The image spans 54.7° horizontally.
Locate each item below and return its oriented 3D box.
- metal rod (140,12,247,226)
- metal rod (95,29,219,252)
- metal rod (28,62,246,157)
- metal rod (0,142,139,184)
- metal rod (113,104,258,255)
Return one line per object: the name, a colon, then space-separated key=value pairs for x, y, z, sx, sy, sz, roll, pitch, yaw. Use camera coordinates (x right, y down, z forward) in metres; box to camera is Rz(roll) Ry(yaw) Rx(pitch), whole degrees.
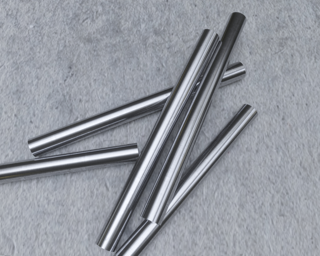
metal rod: x=0.050 y=-0.026 z=0.390 sx=0.025 sy=0.025 sz=0.300 roll=23 pitch=71 yaw=7
metal rod: x=0.002 y=0.006 z=0.387 sx=0.025 sy=0.025 sz=0.299 roll=25 pitch=78 yaw=8
metal rod: x=-0.024 y=-0.028 z=0.418 sx=0.302 sy=0.025 sz=0.025 roll=-21 pitch=72 yaw=-8
metal rod: x=-0.177 y=0.053 z=0.386 sx=0.302 sy=0.025 sz=0.025 roll=-9 pitch=70 yaw=-4
metal rod: x=0.022 y=0.082 z=0.378 sx=0.025 sy=0.025 sz=0.301 roll=40 pitch=74 yaw=13
